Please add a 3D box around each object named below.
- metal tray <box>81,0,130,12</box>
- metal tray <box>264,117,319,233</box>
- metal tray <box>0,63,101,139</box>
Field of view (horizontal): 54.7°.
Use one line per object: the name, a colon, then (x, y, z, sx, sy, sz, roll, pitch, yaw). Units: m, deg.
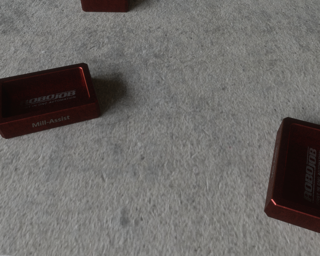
metal tray: (-0.106, -0.287, 0.639, 0.091, 0.030, 0.130, 1, 50, 0)
metal tray: (0.178, 0.052, 0.358, 0.090, 0.030, 0.130, 16, 52, 12)
metal tray: (-0.157, -0.041, 0.432, 0.131, 0.030, 0.090, -14, 52, -12)
